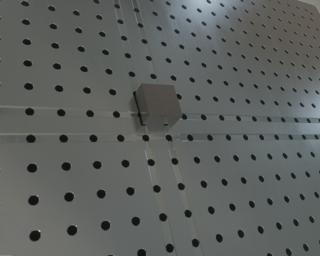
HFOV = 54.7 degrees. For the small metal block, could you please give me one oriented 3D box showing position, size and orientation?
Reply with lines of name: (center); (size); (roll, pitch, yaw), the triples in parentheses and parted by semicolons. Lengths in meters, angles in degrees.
small metal block: (-0.002, -0.033, 0.429); (0.050, 0.025, 0.050); (-1, 62, -29)
